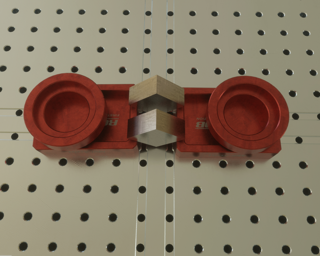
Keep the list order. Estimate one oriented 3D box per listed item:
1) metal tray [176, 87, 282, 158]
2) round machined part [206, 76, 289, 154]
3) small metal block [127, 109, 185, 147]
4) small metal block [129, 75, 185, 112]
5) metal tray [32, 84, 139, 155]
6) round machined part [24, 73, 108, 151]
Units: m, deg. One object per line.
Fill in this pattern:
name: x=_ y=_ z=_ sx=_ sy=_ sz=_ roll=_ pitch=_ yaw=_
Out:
metal tray: x=0.087 y=-0.007 z=0.412 sx=0.131 sy=0.030 sz=0.090 roll=1 pitch=70 yaw=0
round machined part: x=0.108 y=-0.014 z=0.395 sx=0.099 sy=0.042 sz=0.098 roll=0 pitch=70 yaw=0
small metal block: x=-0.005 y=0.001 z=0.382 sx=0.050 sy=0.050 sz=0.025 roll=-18 pitch=63 yaw=41
small metal block: x=-0.004 y=-0.040 z=0.398 sx=0.050 sy=0.050 sz=0.025 roll=-18 pitch=63 yaw=41
metal tray: x=-0.095 y=-0.012 z=0.414 sx=0.131 sy=0.030 sz=0.090 roll=-1 pitch=72 yaw=-1
round machined part: x=-0.116 y=-0.017 z=0.395 sx=0.099 sy=0.042 sz=0.098 roll=0 pitch=70 yaw=0
